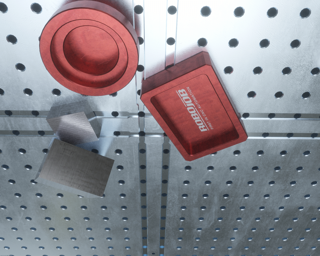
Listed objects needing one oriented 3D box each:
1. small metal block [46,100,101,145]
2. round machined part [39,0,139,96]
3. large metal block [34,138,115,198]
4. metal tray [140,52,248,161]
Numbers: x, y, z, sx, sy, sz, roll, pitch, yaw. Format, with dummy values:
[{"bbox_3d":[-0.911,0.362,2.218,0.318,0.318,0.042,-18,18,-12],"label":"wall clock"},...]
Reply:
[{"bbox_3d":[-0.111,-0.005,0.406,0.050,0.025,0.050,-11,130,9],"label":"small metal block"},{"bbox_3d":[-0.070,-0.085,0.327,0.099,0.042,0.097,-1,130,0],"label":"round machined part"},{"bbox_3d":[-0.118,0.058,0.420,0.080,0.050,0.080,23,159,-19],"label":"large metal block"},{"bbox_3d":[0.045,-0.020,0.391,0.090,0.030,0.130,-23,127,18],"label":"metal tray"}]
